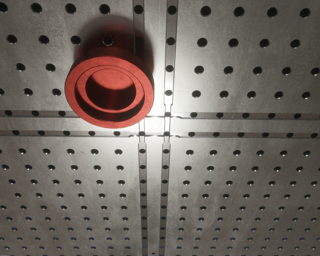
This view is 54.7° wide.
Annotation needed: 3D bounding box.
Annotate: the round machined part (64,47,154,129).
[{"bbox_3d":[-0.056,-0.049,0.358,0.099,0.042,0.097,-1,130,0],"label":"round machined part"}]
